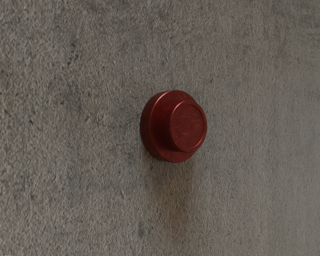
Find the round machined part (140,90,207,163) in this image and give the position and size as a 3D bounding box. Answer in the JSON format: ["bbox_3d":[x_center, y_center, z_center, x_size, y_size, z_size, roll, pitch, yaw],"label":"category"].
[{"bbox_3d":[0.025,-0.002,0.414,0.099,0.042,0.097,0,90,-40],"label":"round machined part"}]
